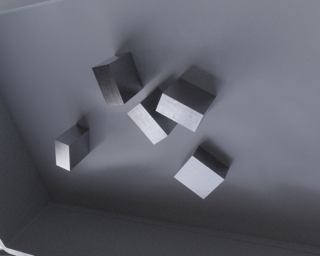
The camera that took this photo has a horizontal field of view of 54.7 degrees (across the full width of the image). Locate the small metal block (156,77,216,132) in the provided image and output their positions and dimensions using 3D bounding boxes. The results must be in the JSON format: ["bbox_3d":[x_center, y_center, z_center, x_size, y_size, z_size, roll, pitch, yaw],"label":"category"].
[{"bbox_3d":[0.031,-0.028,0.358,0.050,0.050,0.025,29,128,9],"label":"small metal block"}]

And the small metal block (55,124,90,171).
[{"bbox_3d":[-0.135,0.029,0.479,0.025,0.050,0.050,21,126,16],"label":"small metal block"}]

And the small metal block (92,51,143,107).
[{"bbox_3d":[-0.050,-0.061,0.380,0.025,0.050,0.050,-5,116,30],"label":"small metal block"}]

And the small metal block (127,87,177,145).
[{"bbox_3d":[-0.005,-0.016,0.384,0.025,0.050,0.050,-34,99,38],"label":"small metal block"}]

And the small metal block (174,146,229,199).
[{"bbox_3d":[0.055,0.060,0.416,0.050,0.025,0.050,37,129,3],"label":"small metal block"}]
